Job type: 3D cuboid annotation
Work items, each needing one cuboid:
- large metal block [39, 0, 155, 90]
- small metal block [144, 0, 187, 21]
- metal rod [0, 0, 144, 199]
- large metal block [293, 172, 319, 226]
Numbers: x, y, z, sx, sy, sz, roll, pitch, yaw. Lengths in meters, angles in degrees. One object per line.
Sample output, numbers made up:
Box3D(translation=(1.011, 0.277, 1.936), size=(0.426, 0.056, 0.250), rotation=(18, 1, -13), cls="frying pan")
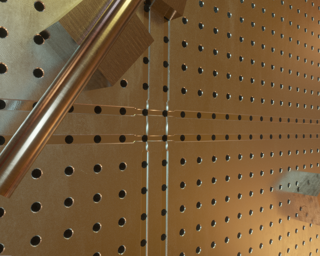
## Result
Box3D(translation=(-0.066, -0.100, 0.339), size=(0.080, 0.050, 0.080), rotation=(51, 60, -28), cls="large metal block")
Box3D(translation=(0.010, -0.184, 0.420), size=(0.050, 0.025, 0.050), rotation=(22, 76, -38), cls="small metal block")
Box3D(translation=(-0.062, -0.075, 0.293), size=(0.025, 0.025, 0.300), rotation=(42, 65, -32), cls="metal rod")
Box3D(translation=(0.348, 0.157, 0.690), size=(0.081, 0.050, 0.080), rotation=(-35, 112, -35), cls="large metal block")
